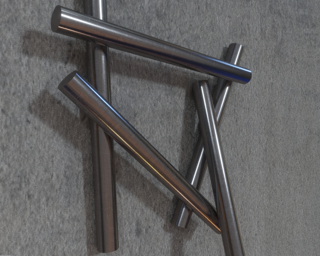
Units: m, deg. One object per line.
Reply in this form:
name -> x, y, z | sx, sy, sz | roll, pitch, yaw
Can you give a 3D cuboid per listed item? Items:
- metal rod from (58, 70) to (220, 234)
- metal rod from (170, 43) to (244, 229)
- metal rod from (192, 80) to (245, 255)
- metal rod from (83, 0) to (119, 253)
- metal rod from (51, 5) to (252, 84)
metal rod -> 0.000, 0.048, 0.372 | 0.300, 0.025, 0.025 | 47, 62, -30
metal rod -> 0.076, 0.002, 0.471 | 0.025, 0.025, 0.299 | 33, 70, -36
metal rod -> 0.084, 0.077, 0.425 | 0.025, 0.025, 0.299 | 2, 73, -40
metal rod -> -0.066, -0.011, 0.350 | 0.025, 0.025, 0.298 | -5, 93, -40
metal rod -> 0.018, -0.092, 0.387 | 0.302, 0.025, 0.025 | 5, 87, -40
